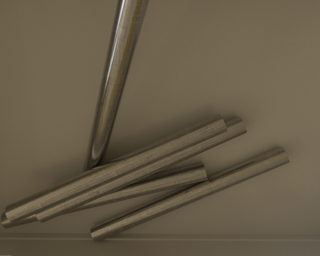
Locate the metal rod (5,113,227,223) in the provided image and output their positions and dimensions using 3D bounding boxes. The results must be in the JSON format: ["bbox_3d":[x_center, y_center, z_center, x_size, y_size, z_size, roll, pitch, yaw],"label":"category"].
[{"bbox_3d":[-0.058,0.053,0.400,0.301,0.025,0.025,-24,109,3],"label":"metal rod"}]

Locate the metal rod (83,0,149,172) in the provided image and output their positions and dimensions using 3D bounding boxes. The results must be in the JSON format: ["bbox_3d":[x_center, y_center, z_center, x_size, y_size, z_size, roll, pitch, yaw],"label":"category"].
[{"bbox_3d":[-0.052,-0.037,0.331,0.025,0.025,0.298,17,135,-7],"label":"metal rod"}]

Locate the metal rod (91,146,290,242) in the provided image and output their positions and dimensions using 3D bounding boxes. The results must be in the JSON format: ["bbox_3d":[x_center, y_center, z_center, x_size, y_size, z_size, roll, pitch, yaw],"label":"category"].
[{"bbox_3d":[0.037,0.099,0.448,0.301,0.025,0.025,-25,109,8],"label":"metal rod"}]

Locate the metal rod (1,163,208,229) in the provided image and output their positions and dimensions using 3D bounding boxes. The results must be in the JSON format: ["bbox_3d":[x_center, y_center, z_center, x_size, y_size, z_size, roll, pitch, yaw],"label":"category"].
[{"bbox_3d":[-0.082,0.098,0.446,0.301,0.025,0.025,-15,110,4],"label":"metal rod"}]

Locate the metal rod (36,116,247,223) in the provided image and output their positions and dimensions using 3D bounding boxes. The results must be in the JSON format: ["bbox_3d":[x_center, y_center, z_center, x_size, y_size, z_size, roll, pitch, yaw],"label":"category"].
[{"bbox_3d":[-0.027,0.057,0.419,0.301,0.025,0.025,-24,109,3],"label":"metal rod"}]
